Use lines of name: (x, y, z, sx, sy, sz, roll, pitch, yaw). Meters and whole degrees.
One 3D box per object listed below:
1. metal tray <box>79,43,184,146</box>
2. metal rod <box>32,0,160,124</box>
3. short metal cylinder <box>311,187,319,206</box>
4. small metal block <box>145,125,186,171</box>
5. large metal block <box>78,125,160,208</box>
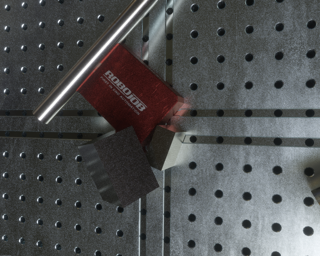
metal tray: (-0.044, -0.048, 0.424, 0.130, 0.030, 0.090, 44, 103, 14)
metal rod: (-0.055, -0.124, 0.400, 0.025, 0.025, 0.300, 43, 91, 14)
short metal cylinder: (0.200, 0.089, 0.313, 0.050, 0.080, 0.080, -33, 80, 17)
small metal block: (0.007, 0.024, 0.396, 0.025, 0.050, 0.050, 22, 97, 18)
large metal block: (-0.054, 0.047, 0.387, 0.050, 0.080, 0.080, -26, 96, -27)
